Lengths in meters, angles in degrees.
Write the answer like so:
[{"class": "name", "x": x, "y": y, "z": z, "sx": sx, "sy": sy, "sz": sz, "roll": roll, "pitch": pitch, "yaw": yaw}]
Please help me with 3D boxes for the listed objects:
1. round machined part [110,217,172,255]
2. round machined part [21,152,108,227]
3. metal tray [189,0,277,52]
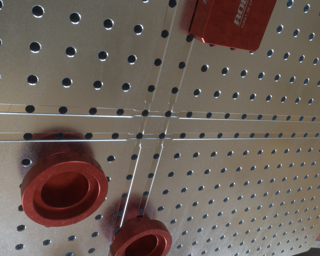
[{"class": "round machined part", "x": -0.034, "y": 0.184, "z": 0.497, "sx": 0.099, "sy": 0.042, "sz": 0.097, "roll": -14, "pitch": 125, "yaw": -21}, {"class": "round machined part", "x": -0.117, "y": 0.070, "z": 0.380, "sx": 0.099, "sy": 0.042, "sz": 0.097, "roll": -14, "pitch": 125, "yaw": -21}, {"class": "metal tray", "x": 0.096, "y": -0.162, "z": 0.362, "sx": 0.091, "sy": 0.030, "sz": 0.129, "roll": 1, "pitch": 118, "yaw": -29}]
